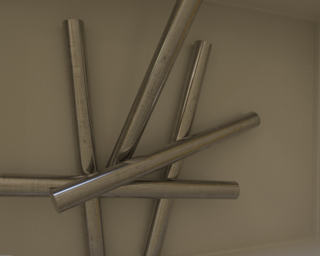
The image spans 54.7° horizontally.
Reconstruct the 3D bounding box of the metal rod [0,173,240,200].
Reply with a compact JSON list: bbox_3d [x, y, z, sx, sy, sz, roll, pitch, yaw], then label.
[{"bbox_3d":[-0.040,0.071,0.369,0.302,0.025,0.025,6,88,-20],"label":"metal rod"}]

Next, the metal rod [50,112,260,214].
[{"bbox_3d":[0.017,0.030,0.385,0.302,0.025,0.025,-19,97,-31],"label":"metal rod"}]

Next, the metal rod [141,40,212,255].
[{"bbox_3d":[0.024,0.027,0.420,0.025,0.025,0.299,16,84,-20],"label":"metal rod"}]

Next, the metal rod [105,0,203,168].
[{"bbox_3d":[-0.003,-0.060,0.346,0.025,0.025,0.298,19,108,-20],"label":"metal rod"}]

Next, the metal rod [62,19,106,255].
[{"bbox_3d":[-0.091,0.022,0.377,0.025,0.025,0.298,-6,92,-20],"label":"metal rod"}]
